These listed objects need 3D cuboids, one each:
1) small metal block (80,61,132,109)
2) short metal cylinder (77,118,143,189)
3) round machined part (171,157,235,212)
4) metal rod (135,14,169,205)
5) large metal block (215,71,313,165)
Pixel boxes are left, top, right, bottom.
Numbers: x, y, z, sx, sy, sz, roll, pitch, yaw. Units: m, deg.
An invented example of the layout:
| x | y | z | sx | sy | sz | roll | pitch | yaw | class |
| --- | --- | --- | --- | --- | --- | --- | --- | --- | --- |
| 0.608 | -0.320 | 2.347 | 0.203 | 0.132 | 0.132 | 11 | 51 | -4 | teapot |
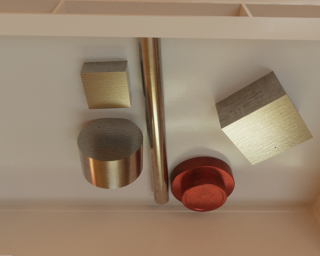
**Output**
| x | y | z | sx | sy | sz | roll | pitch | yaw | class |
| --- | --- | --- | --- | --- | --- | --- | --- | --- | --- |
| -0.061 | -0.050 | 0.365 | 0.050 | 0.025 | 0.050 | -2 | 130 | 1 | small metal block |
| -0.062 | 0.031 | 0.399 | 0.081 | 0.080 | 0.050 | 2 | 130 | -2 | short metal cylinder |
| 0.066 | 0.093 | 0.478 | 0.099 | 0.042 | 0.097 | -1 | 130 | 0 | round machined part |
| -0.005 | 0.002 | 0.410 | 0.025 | 0.025 | 0.298 | -3 | 130 | 2 | metal rod |
| 0.128 | -0.010 | 0.387 | 0.080 | 0.050 | 0.080 | -31 | 124 | 23 | large metal block |
